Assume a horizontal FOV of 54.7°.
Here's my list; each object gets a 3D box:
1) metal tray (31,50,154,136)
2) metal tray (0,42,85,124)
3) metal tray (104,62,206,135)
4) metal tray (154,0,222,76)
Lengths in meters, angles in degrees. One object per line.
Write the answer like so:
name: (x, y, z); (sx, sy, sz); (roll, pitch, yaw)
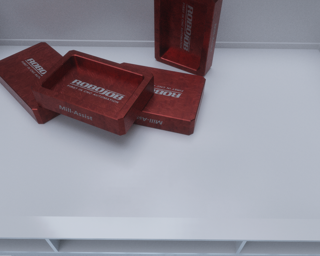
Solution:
metal tray: (-0.084, -0.050, 0.402); (0.130, 0.030, 0.090); (19, 52, 15)
metal tray: (-0.175, -0.072, 0.460); (0.091, 0.030, 0.130); (-36, 59, -27)
metal tray: (-0.008, -0.045, 0.439); (0.131, 0.030, 0.090); (12, 51, 9)
metal tray: (0.038, -0.147, 0.461); (0.090, 0.129, 0.030); (24, 54, 18)
